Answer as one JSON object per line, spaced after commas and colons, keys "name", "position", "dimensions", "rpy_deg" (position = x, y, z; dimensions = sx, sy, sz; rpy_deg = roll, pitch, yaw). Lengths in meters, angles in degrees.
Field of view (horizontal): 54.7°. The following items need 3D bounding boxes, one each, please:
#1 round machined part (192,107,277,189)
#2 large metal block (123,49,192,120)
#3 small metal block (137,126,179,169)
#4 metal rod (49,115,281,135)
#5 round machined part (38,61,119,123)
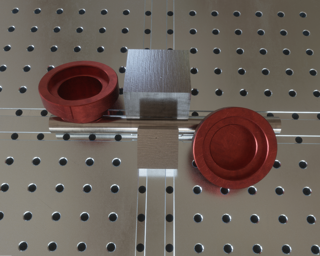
{"name": "round machined part", "position": [0.088, 0.022, 0.382], "dimensions": [0.099, 0.042, 0.097], "rpy_deg": [0, 95, 0]}
{"name": "large metal block", "position": [-0.003, -0.058, 0.407], "dimensions": [0.081, 0.050, 0.080], "rpy_deg": [1, 52, 0]}
{"name": "small metal block", "position": [-0.003, 0.024, 0.392], "dimensions": [0.050, 0.025, 0.050], "rpy_deg": [1, 99, 0]}
{"name": "metal rod", "position": [0.007, -0.004, 0.414], "dimensions": [0.302, 0.025, 0.025], "rpy_deg": [1, 70, 0]}
{"name": "round machined part", "position": [-0.102, -0.044, 0.404], "dimensions": [0.099, 0.042, 0.098], "rpy_deg": [0, 44, 0]}
